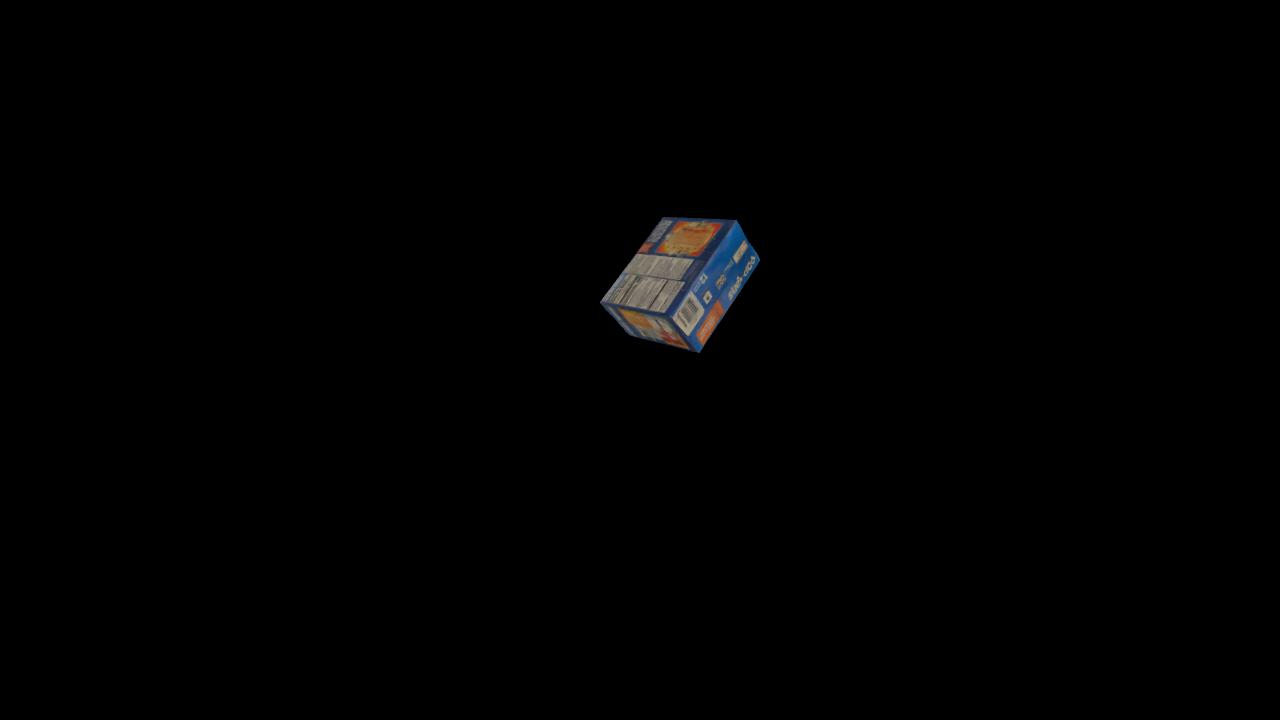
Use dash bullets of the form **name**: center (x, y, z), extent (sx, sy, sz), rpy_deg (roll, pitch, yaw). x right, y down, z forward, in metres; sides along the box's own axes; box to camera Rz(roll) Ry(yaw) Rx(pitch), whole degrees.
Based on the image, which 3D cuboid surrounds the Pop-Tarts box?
- **Pop-Tarts box**: center (0.055, -0.108, 0.843), extent (0.141, 0.167, 0.083), rpy_deg (16, -26, 45)
